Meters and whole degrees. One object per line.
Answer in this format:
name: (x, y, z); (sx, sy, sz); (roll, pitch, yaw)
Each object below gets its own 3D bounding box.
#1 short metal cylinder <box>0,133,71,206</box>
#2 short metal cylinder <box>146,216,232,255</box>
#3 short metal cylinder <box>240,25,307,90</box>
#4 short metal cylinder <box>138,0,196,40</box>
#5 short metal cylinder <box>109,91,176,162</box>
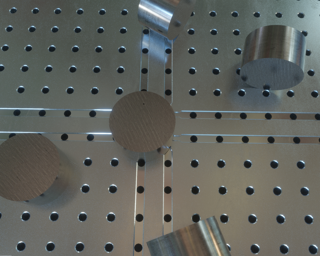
short metal cylinder: (-0.155, 0.052, 0.378); (0.081, 0.050, 0.080); (0, 70, 0)
short metal cylinder: (0.032, 0.133, 0.334); (0.081, 0.080, 0.050); (-19, 72, -7)
short metal cylinder: (0.152, -0.092, 0.418); (0.080, 0.080, 0.050); (12, 71, 4)
short metal cylinder: (0.012, -0.175, 0.447); (0.050, 0.080, 0.080); (32, 73, 10)
short metal cylinder: (-0.021, -0.001, 0.398); (0.081, 0.050, 0.080); (0, 70, 0)
